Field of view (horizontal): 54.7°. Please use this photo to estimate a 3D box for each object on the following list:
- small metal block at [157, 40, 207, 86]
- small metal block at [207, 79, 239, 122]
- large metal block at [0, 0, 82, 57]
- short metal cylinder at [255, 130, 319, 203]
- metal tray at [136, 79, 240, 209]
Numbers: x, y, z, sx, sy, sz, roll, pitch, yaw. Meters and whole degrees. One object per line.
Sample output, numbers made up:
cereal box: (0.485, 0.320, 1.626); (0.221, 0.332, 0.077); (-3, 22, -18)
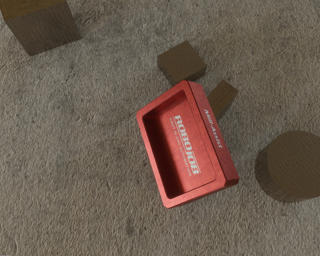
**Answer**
small metal block: (0.031, -0.089, 0.441); (0.050, 0.025, 0.050); (-31, 73, -11)
small metal block: (0.073, -0.028, 0.405); (0.025, 0.050, 0.050); (39, 75, 13)
large metal block: (-0.166, -0.155, 0.434); (0.080, 0.080, 0.050); (-22, 72, -8)
short metal cylinder: (0.163, 0.048, 0.378); (0.081, 0.050, 0.080); (0, 70, 0)
metal tray: (0.028, 0.020, 0.370); (0.090, 0.030, 0.130); (-32, 67, 34)
